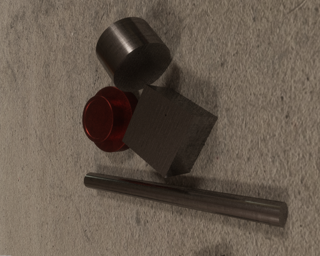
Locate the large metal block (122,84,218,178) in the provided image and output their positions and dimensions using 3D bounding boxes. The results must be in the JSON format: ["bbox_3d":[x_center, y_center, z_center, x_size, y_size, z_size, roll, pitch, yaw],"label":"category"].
[{"bbox_3d":[0.010,0.002,0.379,0.080,0.050,0.079,37,112,33],"label":"large metal block"}]

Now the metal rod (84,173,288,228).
[{"bbox_3d":[0.005,0.084,0.398,0.300,0.025,0.025,1,90,39],"label":"metal rod"}]

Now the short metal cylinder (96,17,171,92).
[{"bbox_3d":[-0.034,-0.092,0.395,0.080,0.081,0.050,-49,62,29],"label":"short metal cylinder"}]

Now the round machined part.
[{"bbox_3d":[-0.077,-0.013,0.455,0.098,0.042,0.097,0,90,39],"label":"round machined part"}]
